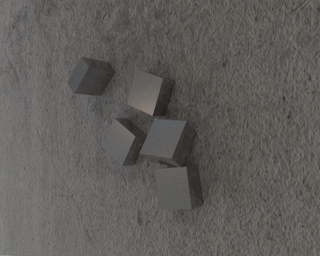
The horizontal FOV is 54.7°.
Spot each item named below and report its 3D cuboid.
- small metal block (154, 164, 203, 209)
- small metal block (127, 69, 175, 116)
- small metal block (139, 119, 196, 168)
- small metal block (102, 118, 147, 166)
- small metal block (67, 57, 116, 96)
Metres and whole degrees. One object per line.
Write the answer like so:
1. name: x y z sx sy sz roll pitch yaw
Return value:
1. small metal block: 0.023 0.073 0.386 0.050 0.025 0.050 -11 83 39
2. small metal block: -0.013 -0.048 0.415 0.050 0.025 0.050 26 106 37
3. small metal block: 0.010 0.018 0.383 0.050 0.025 0.050 5 63 40
4. small metal block: -0.051 0.019 0.447 0.050 0.025 0.050 39 113 33
5. small metal block: -0.105 -0.078 0.475 0.050 0.050 0.025 -52 60 27
